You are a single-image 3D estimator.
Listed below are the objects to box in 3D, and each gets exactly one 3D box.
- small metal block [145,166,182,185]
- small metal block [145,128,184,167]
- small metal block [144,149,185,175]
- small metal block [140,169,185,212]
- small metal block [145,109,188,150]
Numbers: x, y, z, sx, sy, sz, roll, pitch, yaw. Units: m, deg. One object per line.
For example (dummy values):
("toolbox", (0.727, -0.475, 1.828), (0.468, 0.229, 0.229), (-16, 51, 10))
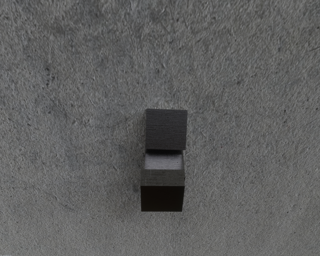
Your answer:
("small metal block", (0.004, 0.069, 0.451), (0.050, 0.025, 0.050), (2, 171, -2))
("small metal block", (0.005, 0.028, 0.433), (0.050, 0.025, 0.050), (2, 130, -2))
("small metal block", (0.005, 0.053, 0.404), (0.050, 0.050, 0.025), (2, 130, -2))
("small metal block", (0.003, 0.076, 0.375), (0.050, 0.025, 0.050), (1, 130, -1))
("small metal block", (0.008, 0.001, 0.394), (0.050, 0.025, 0.050), (2, 94, -2))
